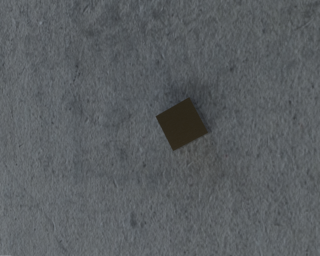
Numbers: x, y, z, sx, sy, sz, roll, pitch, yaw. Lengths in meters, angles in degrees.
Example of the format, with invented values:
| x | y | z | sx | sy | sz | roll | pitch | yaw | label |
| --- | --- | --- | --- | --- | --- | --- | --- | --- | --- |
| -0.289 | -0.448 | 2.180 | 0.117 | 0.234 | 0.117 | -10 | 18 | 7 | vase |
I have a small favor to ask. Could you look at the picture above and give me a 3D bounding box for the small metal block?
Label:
| x | y | z | sx | sy | sz | roll | pitch | yaw | label |
| --- | --- | --- | --- | --- | --- | --- | --- | --- | --- |
| 0.031 | -0.005 | 0.398 | 0.050 | 0.025 | 0.050 | -29 | 81 | 17 | small metal block |
